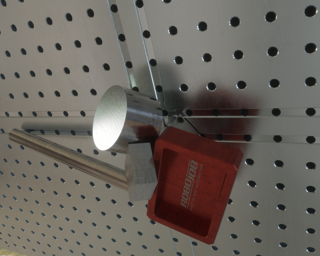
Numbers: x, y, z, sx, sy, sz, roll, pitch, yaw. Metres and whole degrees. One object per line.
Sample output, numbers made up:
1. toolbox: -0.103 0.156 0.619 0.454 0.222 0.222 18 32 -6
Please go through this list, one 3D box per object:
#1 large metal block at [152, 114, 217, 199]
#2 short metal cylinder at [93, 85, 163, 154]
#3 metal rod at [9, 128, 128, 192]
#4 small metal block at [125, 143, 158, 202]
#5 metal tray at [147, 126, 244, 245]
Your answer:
1. large metal block: 0.020 0.042 0.408 0.080 0.050 0.080 46 129 -5
2. short metal cylinder: -0.042 -0.008 0.383 0.050 0.080 0.080 15 140 -36
3. metal rod: -0.136 0.045 0.470 0.300 0.025 0.025 15 125 33
4. small metal block: -0.024 0.052 0.361 0.025 0.050 0.050 -3 147 -15
5. metal tray: 0.036 0.070 0.363 0.090 0.030 0.129 19 126 17
